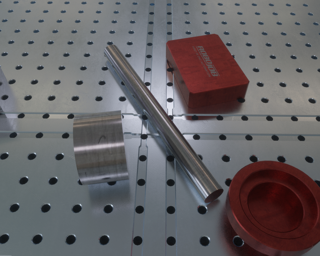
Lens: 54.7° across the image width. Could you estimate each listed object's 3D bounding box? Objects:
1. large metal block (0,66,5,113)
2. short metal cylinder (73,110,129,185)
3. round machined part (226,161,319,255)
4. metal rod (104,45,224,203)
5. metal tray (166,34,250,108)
[{"bbox_3d":[-0.272,-0.059,0.439,0.081,0.050,0.080,-13,51,-11],"label":"large metal block"},{"bbox_3d":[-0.065,0.022,0.353,0.050,0.080,0.080,-7,51,-6],"label":"short metal cylinder"},{"bbox_3d":[0.118,0.086,0.325,0.099,0.042,0.098,0,50,0],"label":"round machined part"},{"bbox_3d":[-0.010,-0.026,0.428,0.025,0.025,0.300,-22,54,-18],"label":"metal rod"},{"bbox_3d":[0.069,-0.093,0.483,0.091,0.030,0.130,-11,51,-10],"label":"metal tray"}]
